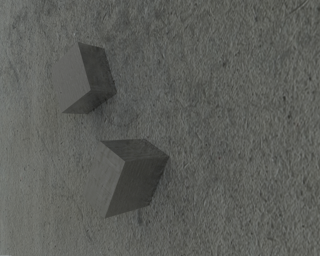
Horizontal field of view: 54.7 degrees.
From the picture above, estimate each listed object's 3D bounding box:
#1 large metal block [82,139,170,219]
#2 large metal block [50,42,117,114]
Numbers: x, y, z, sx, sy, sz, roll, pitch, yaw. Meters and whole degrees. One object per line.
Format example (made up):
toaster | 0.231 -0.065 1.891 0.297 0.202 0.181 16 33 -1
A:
large metal block | -0.044 0.062 0.406 0.050 0.081 0.079 33 111 35
large metal block | -0.122 -0.075 0.490 0.080 0.050 0.080 -29 72 36
